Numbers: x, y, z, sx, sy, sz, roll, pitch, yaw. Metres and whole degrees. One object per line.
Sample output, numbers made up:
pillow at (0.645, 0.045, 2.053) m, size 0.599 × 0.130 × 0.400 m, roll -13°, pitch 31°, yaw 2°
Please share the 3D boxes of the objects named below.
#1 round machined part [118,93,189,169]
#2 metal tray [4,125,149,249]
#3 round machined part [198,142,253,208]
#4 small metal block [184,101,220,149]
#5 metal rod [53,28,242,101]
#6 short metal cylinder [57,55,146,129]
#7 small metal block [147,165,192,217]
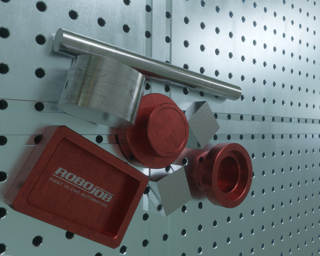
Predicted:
round machined part at (-0.001, 0.004, 0.396) m, size 0.099 × 0.042 × 0.097 m, roll 3°, pitch 85°, yaw -40°
metal tray at (-0.082, 0.066, 0.337) m, size 0.130 × 0.030 × 0.090 m, roll 38°, pitch 67°, yaw -33°
round machined part at (0.097, 0.071, 0.480) m, size 0.099 × 0.042 × 0.097 m, roll 0°, pitch 90°, yaw -40°
small metal block at (0.056, -0.005, 0.456) m, size 0.050 × 0.025 × 0.050 m, roll -46°, pitch 118°, yaw -30°
metal rod at (0.010, -0.074, 0.416) m, size 0.302 × 0.025 × 0.025 m, roll 8°, pitch 85°, yaw -40°
short metal cylinder at (-0.059, -0.035, 0.323) m, size 0.080 × 0.080 × 0.050 m, roll 22°, pitch 76°, yaw -38°
small metal block at (0.012, 0.083, 0.419) m, size 0.050 × 0.025 × 0.050 m, roll -25°, pitch 106°, yaw -37°
